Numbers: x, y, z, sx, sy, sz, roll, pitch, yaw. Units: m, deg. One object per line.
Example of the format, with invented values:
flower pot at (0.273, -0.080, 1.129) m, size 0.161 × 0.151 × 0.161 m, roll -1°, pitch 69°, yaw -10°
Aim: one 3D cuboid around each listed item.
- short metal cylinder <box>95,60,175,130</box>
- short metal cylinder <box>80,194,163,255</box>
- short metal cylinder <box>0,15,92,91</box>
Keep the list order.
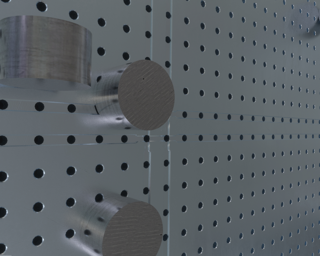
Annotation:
short metal cylinder at (-0.029, -0.037, 0.368) m, size 0.081 × 0.050 × 0.079 m, roll 0°, pitch 90°, yaw -40°
short metal cylinder at (-0.043, 0.120, 0.356) m, size 0.081 × 0.050 × 0.079 m, roll 0°, pitch 90°, yaw -40°
short metal cylinder at (-0.104, -0.064, 0.285) m, size 0.081 × 0.080 × 0.050 m, roll 2°, pitch 89°, yaw -40°
